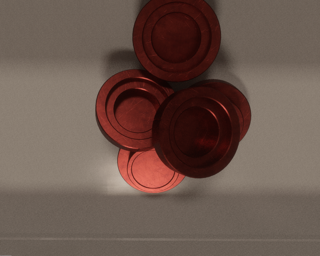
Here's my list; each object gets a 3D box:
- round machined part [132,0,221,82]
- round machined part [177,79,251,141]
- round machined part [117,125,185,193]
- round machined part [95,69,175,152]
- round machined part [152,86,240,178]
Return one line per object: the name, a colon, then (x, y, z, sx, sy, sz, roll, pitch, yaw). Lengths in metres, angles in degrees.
round machined part: (0.018, -0.106, 0.362, 0.099, 0.042, 0.097, -1, 108, -2)
round machined part: (0.069, -0.011, 0.399, 0.099, 0.042, 0.097, 0, 110, -1)
round machined part: (-0.009, 0.047, 0.420, 0.099, 0.042, 0.097, 0, 110, -1)
round machined part: (-0.029, -0.018, 0.378, 0.099, 0.042, 0.098, 3, 75, -12)
round machined part: (0.036, 0.004, 0.346, 0.099, 0.042, 0.097, -1, 92, -23)
